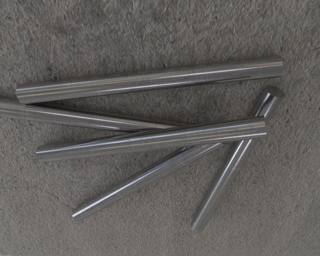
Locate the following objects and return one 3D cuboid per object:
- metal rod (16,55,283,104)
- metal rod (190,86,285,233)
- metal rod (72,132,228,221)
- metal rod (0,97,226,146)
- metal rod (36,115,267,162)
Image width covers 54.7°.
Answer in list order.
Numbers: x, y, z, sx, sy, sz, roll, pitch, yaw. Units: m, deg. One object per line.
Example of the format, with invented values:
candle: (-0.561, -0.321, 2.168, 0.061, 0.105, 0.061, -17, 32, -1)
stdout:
metal rod: (-0.015, -0.055, 0.359, 0.302, 0.025, 0.025, -6, 130, 4)
metal rod: (0.102, 0.067, 0.464, 0.025, 0.025, 0.298, 10, 130, -9)
metal rod: (-0.033, 0.079, 0.454, 0.299, 0.025, 0.025, -33, 123, 31)
metal rod: (-0.060, -0.008, 0.399, 0.302, 0.025, 0.025, 8, 130, -7)
metal rod: (-0.025, 0.017, 0.387, 0.301, 0.025, 0.025, -8, 131, 19)
